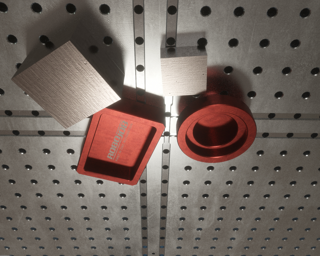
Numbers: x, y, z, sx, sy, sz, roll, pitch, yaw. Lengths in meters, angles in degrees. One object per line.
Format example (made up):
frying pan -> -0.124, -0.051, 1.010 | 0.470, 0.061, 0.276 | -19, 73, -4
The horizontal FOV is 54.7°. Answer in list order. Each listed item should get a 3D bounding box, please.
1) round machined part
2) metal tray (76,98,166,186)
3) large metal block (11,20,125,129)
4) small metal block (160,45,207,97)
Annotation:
round machined part -> 0.070, -0.003, 0.399 | 0.099, 0.042, 0.097 | -1, 130, 0
metal tray -> -0.056, 0.021, 0.424 | 0.091, 0.030, 0.129 | 16, 128, -14
large metal block -> -0.098, -0.057, 0.346 | 0.080, 0.050, 0.080 | -26, 126, 20
small metal block -> 0.027, -0.065, 0.357 | 0.050, 0.025, 0.050 | -3, 130, 2
